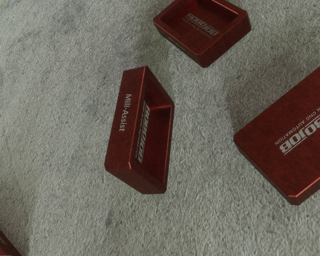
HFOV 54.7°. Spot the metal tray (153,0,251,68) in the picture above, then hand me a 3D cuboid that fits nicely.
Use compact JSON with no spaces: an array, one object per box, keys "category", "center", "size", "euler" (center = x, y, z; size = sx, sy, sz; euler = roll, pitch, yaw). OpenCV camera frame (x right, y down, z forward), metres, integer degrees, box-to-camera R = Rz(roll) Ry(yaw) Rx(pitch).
[{"category":"metal tray","center":[0.059,-0.156,0.465],"size":[0.090,0.030,0.130],"euler":[-41,51,0]}]

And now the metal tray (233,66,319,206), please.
[{"category":"metal tray","center":[0.154,0.004,0.317],"size":[0.130,0.030,0.090],"euler":[-39,51,1]}]

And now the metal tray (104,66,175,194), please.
[{"category":"metal tray","center":[-0.018,0.004,0.369],"size":[0.030,0.090,0.130],"euler":[-7,58,25]}]

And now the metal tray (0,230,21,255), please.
[{"category":"metal tray","center":[-0.248,0.184,0.417],"size":[0.130,0.030,0.090],"euler":[24,74,36]}]
